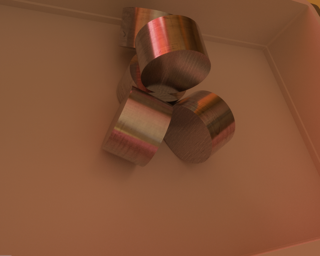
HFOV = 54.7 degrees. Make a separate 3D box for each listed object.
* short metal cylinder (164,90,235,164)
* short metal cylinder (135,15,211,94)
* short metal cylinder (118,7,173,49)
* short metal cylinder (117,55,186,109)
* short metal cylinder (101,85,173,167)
[{"bbox_3d":[0.047,-0.002,0.395,0.050,0.080,0.080,-33,80,-37],"label":"short metal cylinder"},{"bbox_3d":[0.014,-0.083,0.362,0.081,0.080,0.050,3,61,-27],"label":"short metal cylinder"},{"bbox_3d":[-0.015,-0.133,0.433,0.081,0.080,0.050,4,103,-26],"label":"short metal cylinder"},{"bbox_3d":[-0.011,-0.056,0.414,0.081,0.050,0.080,14,56,-21],"label":"short metal cylinder"},{"bbox_3d":[-0.027,-0.002,0.355,0.050,0.080,0.080,26,53,-12],"label":"short metal cylinder"}]
